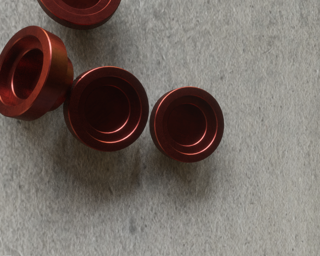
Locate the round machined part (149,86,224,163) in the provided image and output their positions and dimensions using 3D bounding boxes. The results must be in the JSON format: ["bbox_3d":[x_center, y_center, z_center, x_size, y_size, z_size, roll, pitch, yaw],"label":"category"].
[{"bbox_3d":[0.032,-0.005,0.413,0.099,0.042,0.097,0,90,-21],"label":"round machined part"}]

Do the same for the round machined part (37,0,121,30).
[{"bbox_3d":[-0.097,-0.164,0.364,0.099,0.042,0.097,0,90,-21],"label":"round machined part"}]

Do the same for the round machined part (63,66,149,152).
[{"bbox_3d":[-0.066,-0.023,0.369,0.099,0.042,0.097,-4,97,-32],"label":"round machined part"}]

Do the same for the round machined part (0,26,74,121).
[{"bbox_3d":[-0.132,-0.055,0.332,0.042,0.098,0.097,19,82,-55],"label":"round machined part"}]
